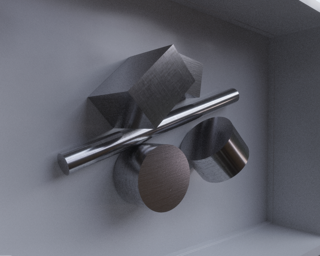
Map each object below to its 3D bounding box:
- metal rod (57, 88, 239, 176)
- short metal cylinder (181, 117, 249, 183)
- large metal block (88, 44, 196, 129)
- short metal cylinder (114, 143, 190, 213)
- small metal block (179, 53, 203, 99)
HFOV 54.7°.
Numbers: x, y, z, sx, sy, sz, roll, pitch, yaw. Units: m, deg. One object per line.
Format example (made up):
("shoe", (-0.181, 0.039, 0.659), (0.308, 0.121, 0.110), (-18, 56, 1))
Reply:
("metal rod", (0.009, -0.008, 0.415), (0.302, 0.025, 0.025), (-23, 105, -38))
("short metal cylinder", (0.077, 0.030, 0.437), (0.050, 0.080, 0.080), (51, 60, -29))
("large metal block", (-0.021, -0.045, 0.354), (0.080, 0.080, 0.050), (-51, 121, -28))
("short metal cylinder", (-0.009, 0.059, 0.382), (0.081, 0.050, 0.079), (0, 90, -40))
("small metal block", (0.032, -0.071, 0.433), (0.050, 0.025, 0.050), (11, 83, -40))
